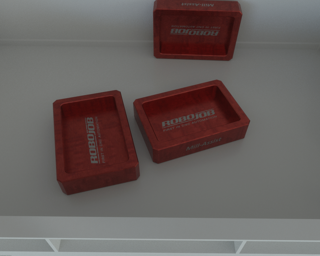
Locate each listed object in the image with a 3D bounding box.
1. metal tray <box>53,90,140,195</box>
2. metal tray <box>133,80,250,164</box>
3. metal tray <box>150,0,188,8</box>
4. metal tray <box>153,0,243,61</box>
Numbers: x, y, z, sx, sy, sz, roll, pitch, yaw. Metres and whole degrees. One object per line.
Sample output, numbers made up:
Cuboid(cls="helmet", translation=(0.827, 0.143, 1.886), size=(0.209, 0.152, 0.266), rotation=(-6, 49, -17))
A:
Cuboid(cls="metal tray", translation=(-0.083, 0.012, 0.390), size=(0.091, 0.030, 0.130), rotation=(-11, 51, -10))
Cuboid(cls="metal tray", translation=(0.039, -0.013, 0.412), size=(0.131, 0.030, 0.090), rotation=(-15, 52, -13))
Cuboid(cls="metal tray", translation=(0.004, -0.305, 0.661), size=(0.130, 0.030, 0.090), rotation=(23, 53, 18))
Cuboid(cls="metal tray", translation=(0.056, -0.154, 0.492), size=(0.131, 0.089, 0.030), rotation=(2, 50, 1))
